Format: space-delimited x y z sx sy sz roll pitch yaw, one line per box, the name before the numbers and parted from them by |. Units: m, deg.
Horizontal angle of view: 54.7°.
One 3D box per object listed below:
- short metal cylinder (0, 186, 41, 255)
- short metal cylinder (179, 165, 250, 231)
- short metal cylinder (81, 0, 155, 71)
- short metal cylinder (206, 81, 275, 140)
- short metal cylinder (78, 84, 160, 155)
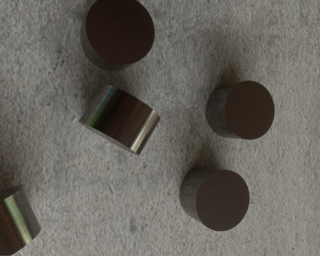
short metal cylinder | -0.172 0.100 0.317 0.081 0.080 0.050 -24 98 -19
short metal cylinder | 0.074 0.094 0.425 0.081 0.050 0.079 0 90 -21
short metal cylinder | -0.053 -0.113 0.377 0.081 0.050 0.079 0 90 -21
short metal cylinder | 0.113 -0.024 0.439 0.081 0.050 0.079 0 90 -21
short metal cylinder | -0.047 -0.009 0.363 0.080 0.080 0.050 32 80 -18
